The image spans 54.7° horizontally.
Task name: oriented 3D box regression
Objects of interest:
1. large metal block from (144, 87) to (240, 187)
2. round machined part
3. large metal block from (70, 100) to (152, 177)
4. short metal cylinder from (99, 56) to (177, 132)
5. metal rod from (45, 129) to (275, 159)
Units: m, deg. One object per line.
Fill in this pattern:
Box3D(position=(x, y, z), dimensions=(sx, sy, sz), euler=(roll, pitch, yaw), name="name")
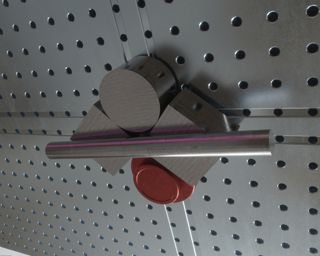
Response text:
Box3D(position=(0.035, 0.012, 0.375), dimensions=(0.080, 0.050, 0.079), euler=(36, 130, 4), name="large metal block")
Box3D(position=(0.002, 0.068, 0.436), dimensions=(0.098, 0.042, 0.097), euler=(13, 124, 21), name="round machined part")
Box3D(position=(-0.064, 0.007, 0.428), dimensions=(0.080, 0.050, 0.080), euler=(42, 129, -3), name="large metal block")
Box3D(position=(-0.026, -0.042, 0.378), dimensions=(0.080, 0.050, 0.079), euler=(13, 124, 21), name="short metal cylinder")
Box3D(position=(-0.024, 0.023, 0.366), dimensions=(0.300, 0.025, 0.025), euler=(-4, 116, 30), name="metal rod")
